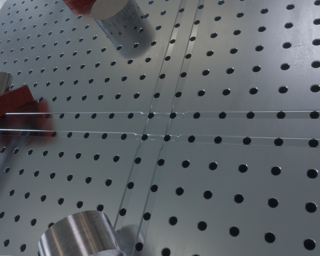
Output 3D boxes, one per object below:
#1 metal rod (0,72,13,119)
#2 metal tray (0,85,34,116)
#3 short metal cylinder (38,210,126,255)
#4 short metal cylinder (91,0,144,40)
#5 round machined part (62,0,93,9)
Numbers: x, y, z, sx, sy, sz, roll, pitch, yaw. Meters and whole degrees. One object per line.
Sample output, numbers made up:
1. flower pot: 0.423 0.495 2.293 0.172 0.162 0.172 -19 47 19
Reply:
1. metal rod: -0.301 0.040 0.520 0.025 0.025 0.299 -5 66 26
2. metal tray: -0.309 -0.039 0.560 0.130 0.030 0.090 -11 20 22
3. short metal cylinder: -0.083 0.135 0.334 0.080 0.080 0.050 -39 51 2
4. short metal cylinder: -0.077 -0.207 0.560 0.080 0.050 0.080 -13 56 21
5. round machined part: -0.179 -0.315 0.685 0.098 0.042 0.098 -13 56 21
